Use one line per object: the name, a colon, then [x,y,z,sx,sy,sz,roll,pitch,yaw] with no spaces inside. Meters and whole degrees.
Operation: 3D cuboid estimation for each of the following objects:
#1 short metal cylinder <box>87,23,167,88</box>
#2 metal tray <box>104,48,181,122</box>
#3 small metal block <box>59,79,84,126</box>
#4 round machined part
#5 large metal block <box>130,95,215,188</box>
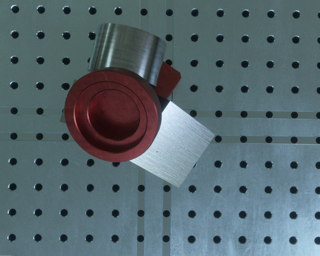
short metal cylinder: [-0.037,-0.080,0.355,0.080,0.080,0.050,13,90,-1]
metal tray: [-0.044,-0.040,0.411,0.090,0.030,0.130,35,90,-1]
small metal block: [-0.091,-0.027,0.368,0.025,0.050,0.050,19,90,0]
round machined part: [-0.046,-0.016,0.330,0.098,0.042,0.097,4,110,10]
large metal block: [0.007,0.015,0.383,0.080,0.050,0.080,34,90,-31]
